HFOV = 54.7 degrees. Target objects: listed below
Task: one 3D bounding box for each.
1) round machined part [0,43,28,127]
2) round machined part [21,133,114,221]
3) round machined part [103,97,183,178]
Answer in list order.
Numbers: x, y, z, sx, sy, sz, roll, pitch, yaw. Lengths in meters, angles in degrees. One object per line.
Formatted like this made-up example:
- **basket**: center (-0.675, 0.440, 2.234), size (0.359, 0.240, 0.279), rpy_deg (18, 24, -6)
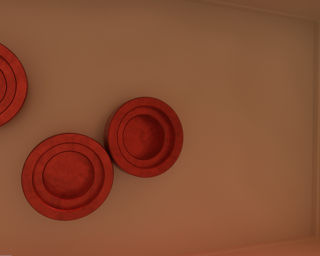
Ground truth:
- **round machined part**: center (-0.193, -0.045, 0.330), size (0.099, 0.042, 0.097), rpy_deg (0, 90, -21)
- **round machined part**: center (-0.107, 0.054, 0.363), size (0.099, 0.042, 0.097), rpy_deg (0, 90, -20)
- **round machined part**: center (-0.023, 0.012, 0.391), size (0.099, 0.042, 0.097), rpy_deg (1, 87, -25)
